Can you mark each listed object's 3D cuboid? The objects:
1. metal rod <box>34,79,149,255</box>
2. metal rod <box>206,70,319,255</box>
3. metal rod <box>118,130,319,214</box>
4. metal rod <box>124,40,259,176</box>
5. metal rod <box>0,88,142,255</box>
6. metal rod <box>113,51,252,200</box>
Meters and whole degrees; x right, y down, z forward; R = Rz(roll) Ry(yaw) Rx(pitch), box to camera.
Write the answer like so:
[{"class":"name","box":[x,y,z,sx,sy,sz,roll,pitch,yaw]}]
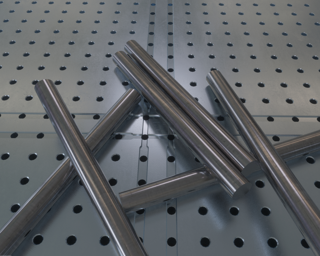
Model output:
[{"class":"metal rod","box":[-0.071,0.056,0.334,0.025,0.025,0.300,-25,62,-20]},{"class":"metal rod","box":[0.113,0.016,0.362,0.025,0.025,0.300,-9,41,-8]},{"class":"metal rod","box":[0.100,0.044,0.371,0.302,0.025,0.025,-15,52,-13]},{"class":"metal rod","box":[0.024,-0.047,0.428,0.025,0.025,0.300,-23,48,-18]},{"class":"metal rod","box":[-0.110,0.054,0.362,0.025,0.025,0.301,23,54,18]},{"class":"metal rod","box":[0.009,-0.025,0.408,0.025,0.025,0.300,-24,48,-19]}]
